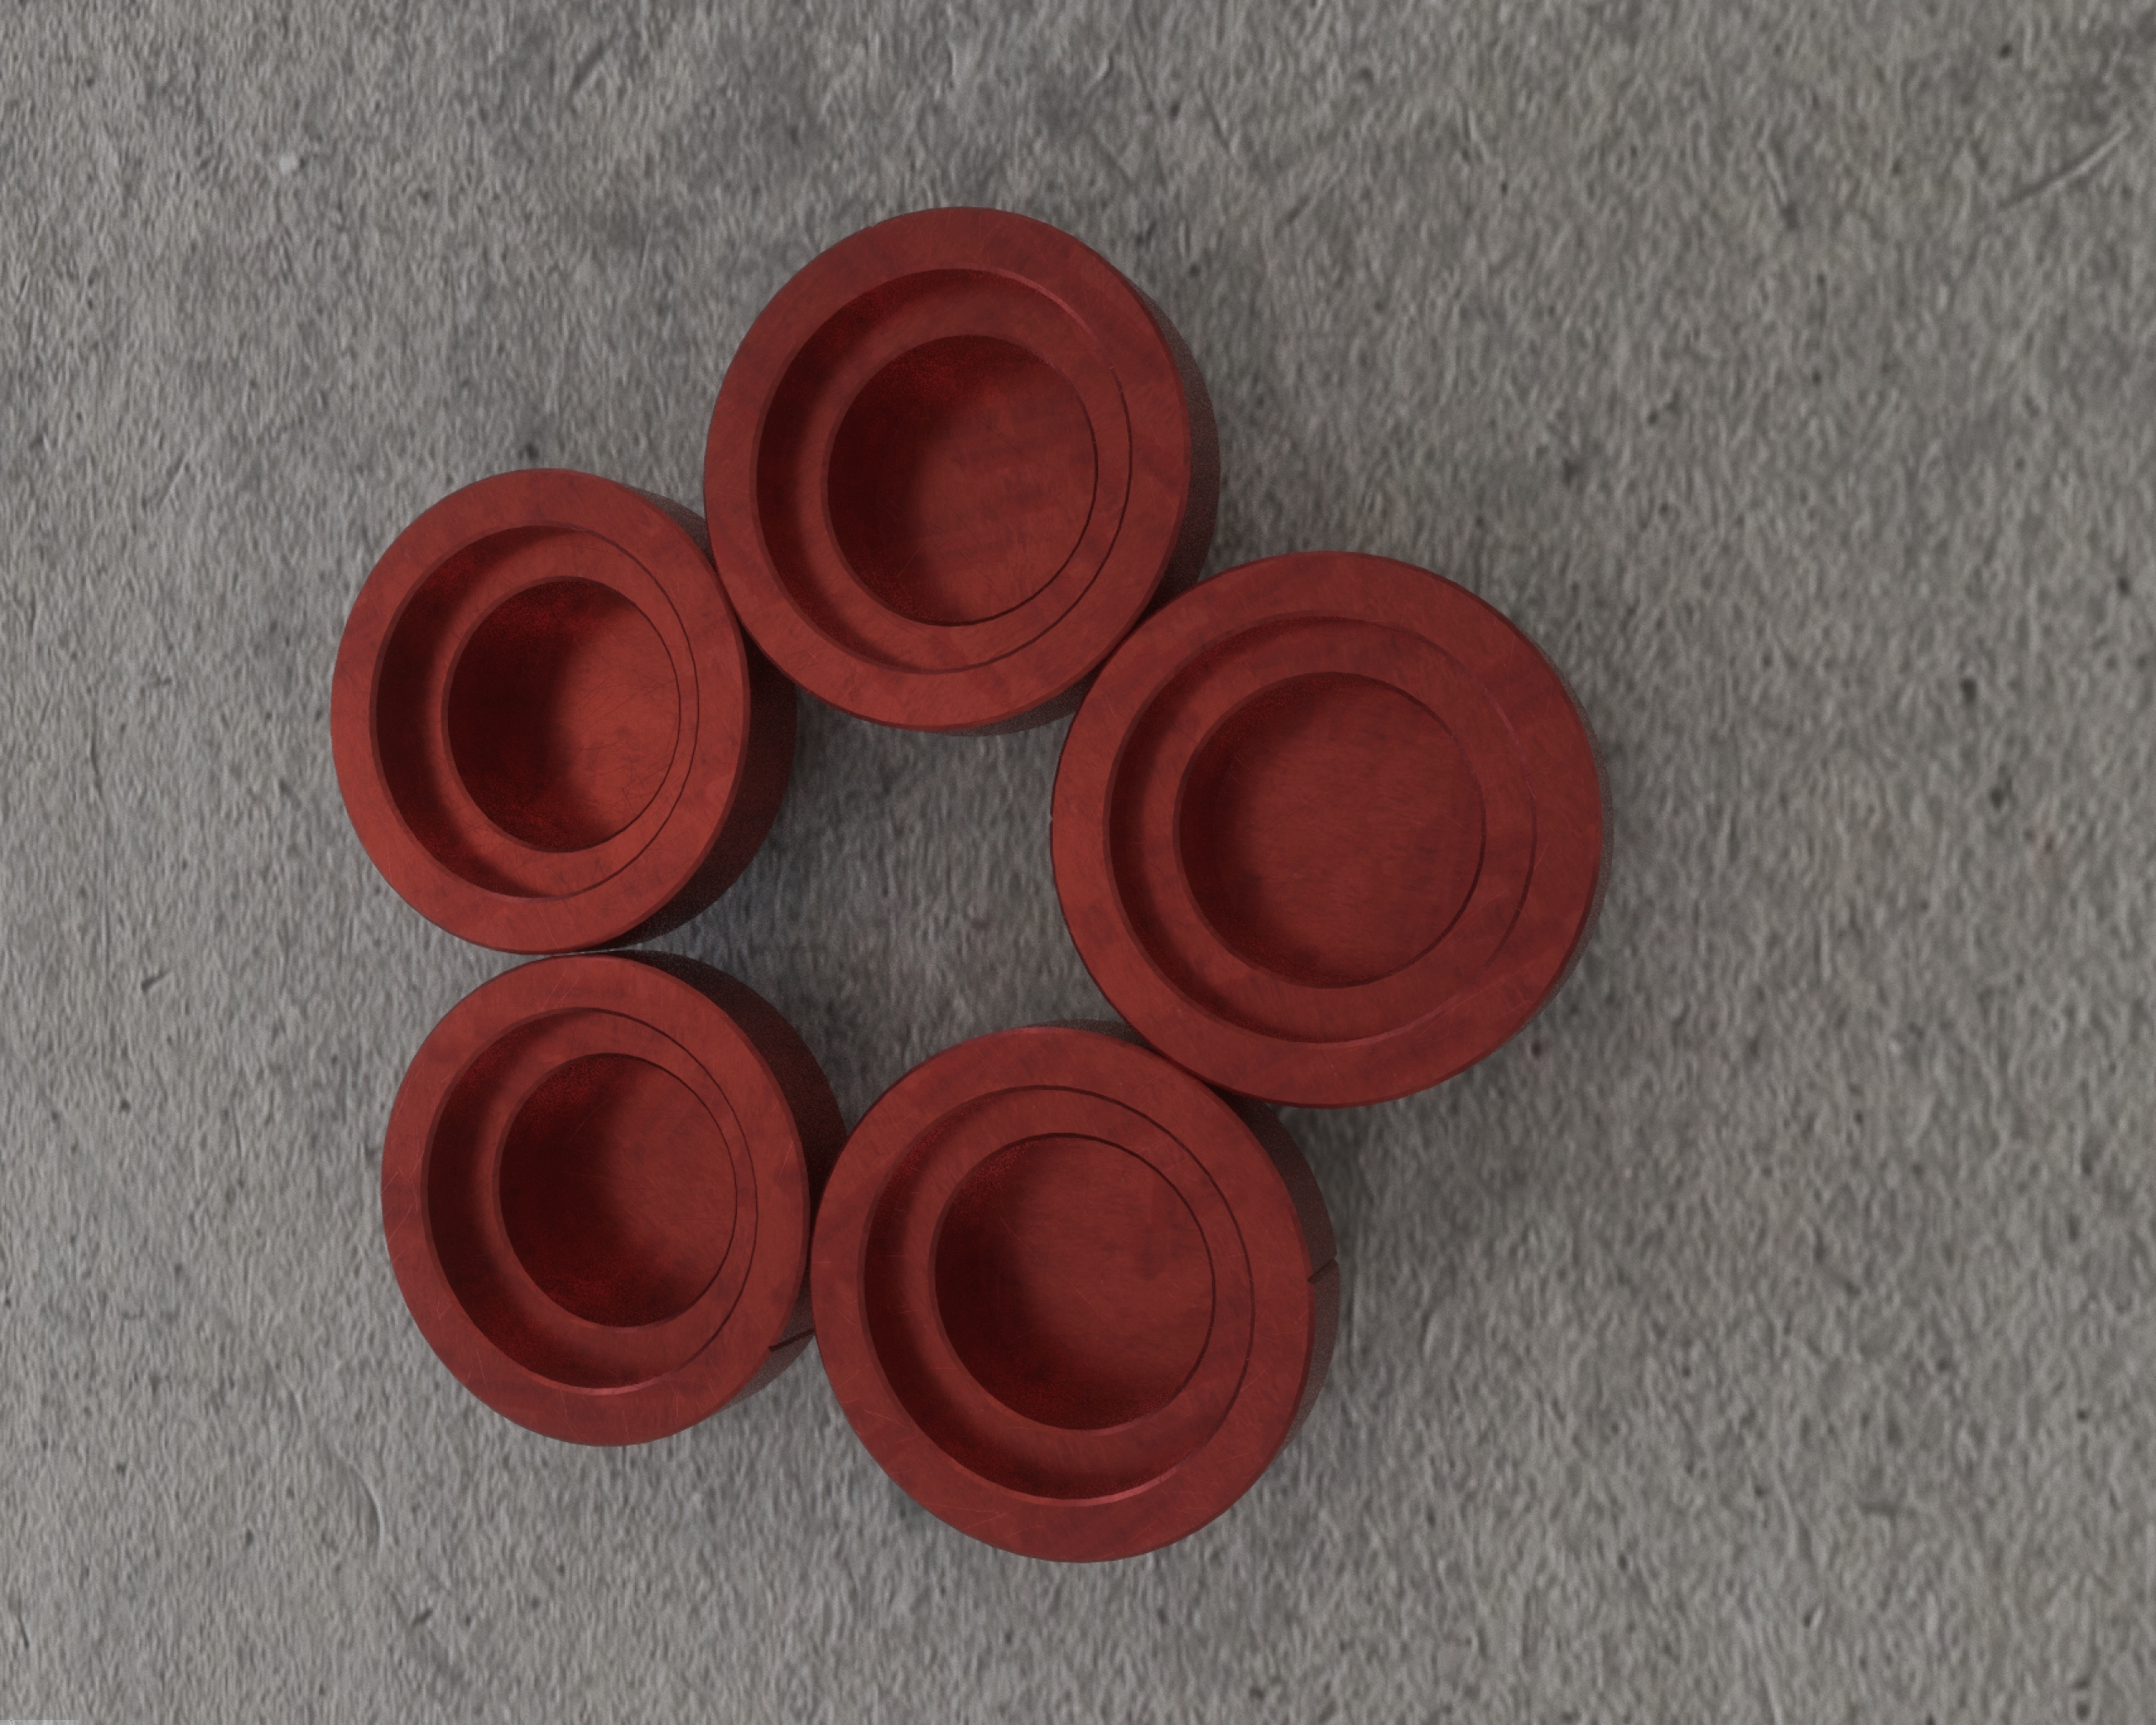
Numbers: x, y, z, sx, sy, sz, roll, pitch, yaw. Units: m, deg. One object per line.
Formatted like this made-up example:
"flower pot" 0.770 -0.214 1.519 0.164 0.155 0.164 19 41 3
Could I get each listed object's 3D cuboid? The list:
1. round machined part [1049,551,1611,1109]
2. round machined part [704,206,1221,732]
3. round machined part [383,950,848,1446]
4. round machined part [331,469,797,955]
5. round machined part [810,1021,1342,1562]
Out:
"round machined part" 0.048 -0.006 0.383 0.098 0.042 0.097 0 90 20
"round machined part" -0.019 -0.073 0.407 0.098 0.042 0.097 0 90 19
"round machined part" -0.090 0.067 0.432 0.098 0.042 0.097 0 90 20
"round machined part" -0.102 -0.030 0.436 0.098 0.042 0.097 0 90 20
"round machined part" 0.002 0.079 0.399 0.098 0.042 0.097 0 90 20
